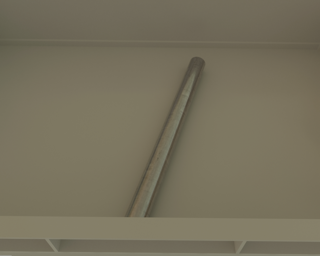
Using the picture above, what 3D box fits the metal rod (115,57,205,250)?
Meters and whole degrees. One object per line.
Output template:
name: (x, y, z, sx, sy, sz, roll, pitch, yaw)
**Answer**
metal rod: (0.013, 0.006, 0.399, 0.025, 0.025, 0.300, 14, 51, 11)
